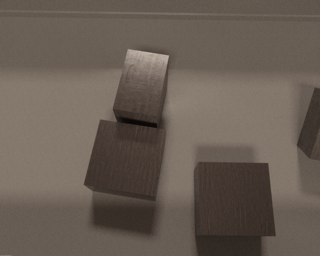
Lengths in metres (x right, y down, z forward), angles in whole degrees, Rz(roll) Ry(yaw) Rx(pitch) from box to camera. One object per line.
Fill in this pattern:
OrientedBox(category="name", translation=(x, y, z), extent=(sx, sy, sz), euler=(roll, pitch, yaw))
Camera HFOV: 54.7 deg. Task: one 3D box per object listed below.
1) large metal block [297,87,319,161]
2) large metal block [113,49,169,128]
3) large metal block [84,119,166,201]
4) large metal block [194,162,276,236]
OrientedBox(category="large metal block", translation=(0.227, 0.000, 0.379), extent=(0.080, 0.050, 0.079), euler=(11, 106, 3))
OrientedBox(category="large metal block", translation=(-0.021, -0.041, 0.395), extent=(0.050, 0.080, 0.080), euler=(10, 70, 3))
OrientedBox(category="large metal block", translation=(-0.039, 0.041, 0.381), extent=(0.080, 0.050, 0.080), euler=(9, 70, 3))
OrientedBox(category="large metal block", translation=(0.084, 0.085, 0.366), extent=(0.081, 0.050, 0.080), euler=(1, 70, 0))
